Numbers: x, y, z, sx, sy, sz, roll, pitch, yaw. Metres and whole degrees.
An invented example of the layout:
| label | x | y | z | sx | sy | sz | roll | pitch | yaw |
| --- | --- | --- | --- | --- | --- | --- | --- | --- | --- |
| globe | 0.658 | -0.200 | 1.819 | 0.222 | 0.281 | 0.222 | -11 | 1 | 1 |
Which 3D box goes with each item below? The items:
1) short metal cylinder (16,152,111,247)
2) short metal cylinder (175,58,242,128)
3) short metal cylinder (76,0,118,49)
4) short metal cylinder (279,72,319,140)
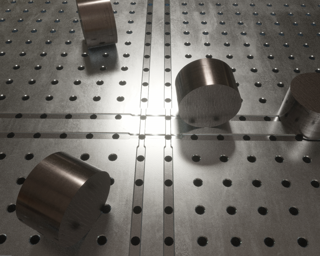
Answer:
| label | x | y | z | sx | sy | sz | roll | pitch | yaw |
| --- | --- | --- | --- | --- | --- | --- | --- | --- | --- |
| short metal cylinder | -0.094 | 0.070 | 0.312 | 0.050 | 0.080 | 0.080 | 23 | 54 | 17 |
| short metal cylinder | 0.062 | -0.045 | 0.411 | 0.081 | 0.080 | 0.050 | -3 | 50 | -3 |
| short metal cylinder | -0.106 | -0.177 | 0.520 | 0.050 | 0.080 | 0.080 | -14 | 52 | -12 |
| short metal cylinder | 0.210 | -0.030 | 0.419 | 0.081 | 0.050 | 0.080 | 0 | 50 | 0 |
